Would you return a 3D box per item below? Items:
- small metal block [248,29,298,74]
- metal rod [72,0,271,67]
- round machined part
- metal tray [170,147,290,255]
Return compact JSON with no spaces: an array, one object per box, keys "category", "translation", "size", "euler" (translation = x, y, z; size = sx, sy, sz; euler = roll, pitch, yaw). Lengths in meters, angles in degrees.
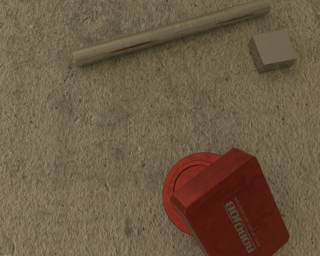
[{"category":"small metal block","translation":[0.163,-0.111,0.451],"size":[0.050,0.025,0.050],"euler":[-12,71,-5]},{"category":"metal rod","translation":[0.021,-0.144,0.460],"size":[0.302,0.025,0.025],"euler":[-18,71,-7]},{"category":"round machined part","translation":[0.049,0.075,0.357],"size":[0.098,0.042,0.098],"euler":[-7,67,18]},{"category":"metal tray","translation":[0.079,0.097,0.329],"size":[0.090,0.030,0.130],"euler":[-35,116,-12]}]
